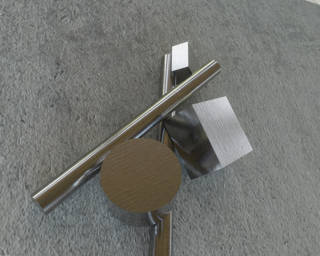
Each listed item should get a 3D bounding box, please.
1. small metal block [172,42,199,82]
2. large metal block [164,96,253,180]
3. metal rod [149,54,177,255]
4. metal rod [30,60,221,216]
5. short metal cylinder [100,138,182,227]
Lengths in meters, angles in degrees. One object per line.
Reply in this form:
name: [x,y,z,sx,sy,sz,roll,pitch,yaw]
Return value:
small metal block: [0.040,-0.092,0.466,0.050,0.025,0.050,49,35,-49]
large metal block: [0.063,0.011,0.398,0.081,0.050,0.080,-17,80,-48]
metal rod: [0.007,0.022,0.395,0.025,0.025,0.300,16,55,-19]
metal rod: [-0.019,-0.007,0.377,0.025,0.025,0.302,47,58,5]
short metal cylinder: [-0.020,0.057,0.327,0.081,0.050,0.080,2,57,-3]
